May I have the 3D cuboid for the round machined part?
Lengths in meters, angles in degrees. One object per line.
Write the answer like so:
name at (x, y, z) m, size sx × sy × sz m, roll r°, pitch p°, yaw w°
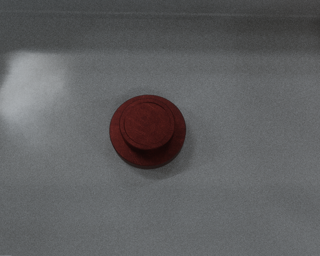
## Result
round machined part at (-0.016, 0.001, 0.396) m, size 0.099 × 0.042 × 0.098 m, roll 0°, pitch 70°, yaw -1°
